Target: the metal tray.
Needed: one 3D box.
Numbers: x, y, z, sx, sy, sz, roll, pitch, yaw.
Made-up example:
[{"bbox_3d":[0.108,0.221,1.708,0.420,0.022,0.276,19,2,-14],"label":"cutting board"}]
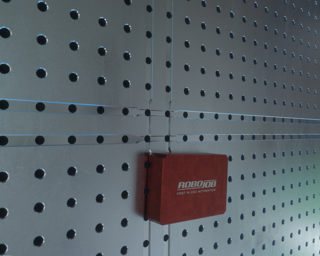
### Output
[{"bbox_3d":[0.043,0.082,0.441,0.131,0.030,0.090,5,87,-40],"label":"metal tray"}]
